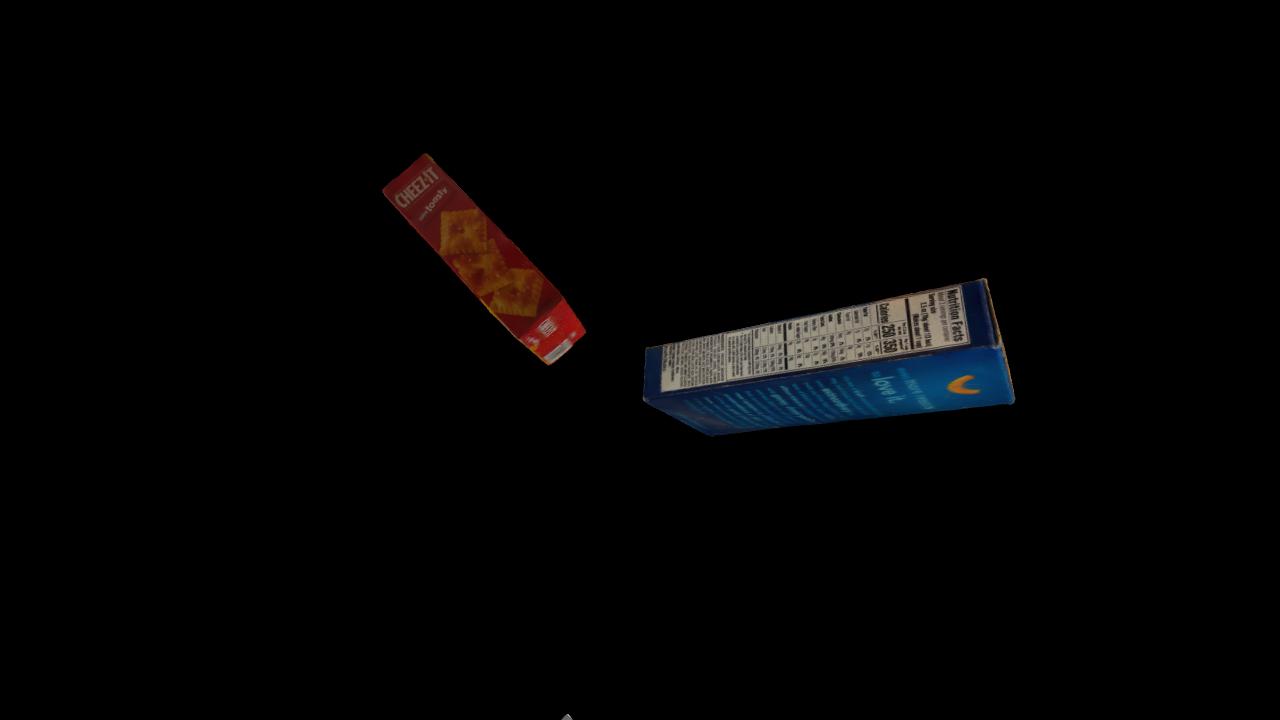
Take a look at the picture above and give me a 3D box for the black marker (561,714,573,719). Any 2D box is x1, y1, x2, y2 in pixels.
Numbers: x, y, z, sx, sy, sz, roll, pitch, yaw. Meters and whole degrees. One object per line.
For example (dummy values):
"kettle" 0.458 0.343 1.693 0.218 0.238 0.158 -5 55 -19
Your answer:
"black marker" -0.093 0.310 0.443 0.121 0.020 0.020 -36 18 -27

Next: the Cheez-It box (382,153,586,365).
"Cheez-It box" -0.166 -0.105 0.697 0.071 0.223 0.166 -43 -9 -4

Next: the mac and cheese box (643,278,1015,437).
"mac and cheese box" 0.102 0.008 0.350 0.184 0.041 0.093 -11 -26 31
